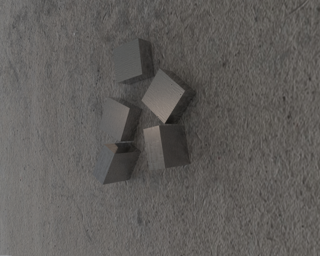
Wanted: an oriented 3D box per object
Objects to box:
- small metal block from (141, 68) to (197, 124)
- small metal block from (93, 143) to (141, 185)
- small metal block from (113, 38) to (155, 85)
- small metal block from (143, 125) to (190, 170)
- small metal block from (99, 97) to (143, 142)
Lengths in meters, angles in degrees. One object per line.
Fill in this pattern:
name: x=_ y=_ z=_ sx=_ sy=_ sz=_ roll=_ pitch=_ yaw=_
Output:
small metal block: x=0.011 y=-0.040 z=0.396 sx=0.050 sy=0.025 sz=0.050 roll=46 pitch=118 yaw=30
small metal block: x=-0.061 y=0.049 z=0.439 sx=0.025 sy=0.050 sz=0.050 roll=36 pitch=112 yaw=34
small metal block: x=-0.037 y=-0.092 z=0.436 sx=0.050 sy=0.025 sz=0.050 roll=-11 pitch=83 yaw=39
small metal block: x=0.009 y=0.024 z=0.381 sx=0.025 sy=0.050 sz=0.050 roll=-14 pitch=81 yaw=39
small metal block: x=-0.058 y=-0.013 z=0.453 sx=0.050 sy=0.025 sz=0.050 roll=28 pitch=107 yaw=36
